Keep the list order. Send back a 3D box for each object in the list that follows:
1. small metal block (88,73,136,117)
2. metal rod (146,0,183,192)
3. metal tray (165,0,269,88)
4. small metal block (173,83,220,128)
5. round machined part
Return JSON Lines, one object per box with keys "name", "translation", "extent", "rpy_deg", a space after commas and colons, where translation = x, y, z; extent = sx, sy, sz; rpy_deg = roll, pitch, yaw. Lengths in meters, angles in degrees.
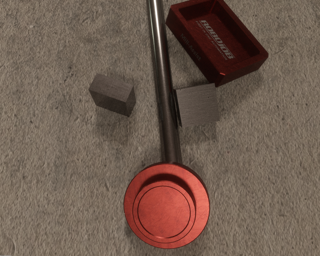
{"name": "small metal block", "translation": [-0.061, -0.042, 0.410], "extent": [0.050, 0.050, 0.025], "rpy_deg": [20, 71, 6]}
{"name": "metal rod", "translation": [0.005, -0.062, 0.430], "extent": [0.025, 0.025, 0.299], "rpy_deg": [-5, 70, -2]}
{"name": "metal tray", "translation": [0.079, -0.128, 0.441], "extent": [0.091, 0.030, 0.130], "rpy_deg": [-25, 72, -24]}
{"name": "small metal block", "translation": [0.048, -0.031, 0.409], "extent": [0.050, 0.025, 0.050], "rpy_deg": [-11, 100, -5]}
{"name": "round machined part", "translation": [0.007, 0.089, 0.349], "extent": [0.099, 0.042, 0.097], "rpy_deg": [0, 91, 7]}
